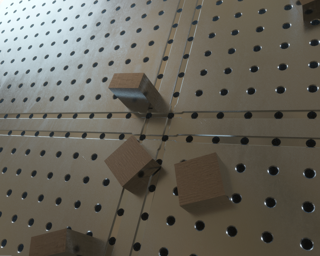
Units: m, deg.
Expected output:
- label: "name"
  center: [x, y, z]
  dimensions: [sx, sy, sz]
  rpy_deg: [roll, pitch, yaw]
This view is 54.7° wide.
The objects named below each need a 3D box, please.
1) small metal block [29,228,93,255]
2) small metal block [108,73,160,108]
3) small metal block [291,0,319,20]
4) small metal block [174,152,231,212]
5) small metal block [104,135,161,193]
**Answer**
- label: "small metal block"
  center: [-0.115, 0.141, 0.364]
  dimensions: [0.050, 0.050, 0.025]
  rpy_deg: [-18, 55, 17]
- label: "small metal block"
  center: [-0.036, -0.053, 0.443]
  dimensions: [0.050, 0.050, 0.025]
  rpy_deg: [5, 64, 30]
- label: "small metal block"
  center: [0.206, -0.178, 0.410]
  dimensions: [0.050, 0.025, 0.050]
  rpy_deg: [-19, 54, 16]
- label: "small metal block"
  center: [0.047, 0.061, 0.346]
  dimensions: [0.050, 0.025, 0.050]
  rpy_deg: [-18, 55, 17]
- label: "small metal block"
  center: [-0.036, 0.046, 0.398]
  dimensions: [0.050, 0.025, 0.050]
  rpy_deg: [-43, 51, -2]
